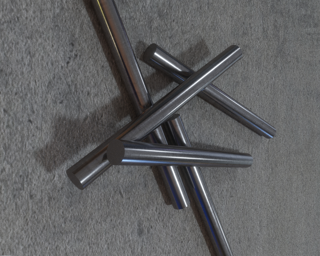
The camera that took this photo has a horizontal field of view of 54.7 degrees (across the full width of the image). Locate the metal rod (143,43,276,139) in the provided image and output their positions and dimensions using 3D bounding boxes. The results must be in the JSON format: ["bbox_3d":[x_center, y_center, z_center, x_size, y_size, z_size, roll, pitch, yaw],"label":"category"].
[{"bbox_3d":[0.095,-0.044,0.484,0.301,0.025,0.025,26,74,-37],"label":"metal rod"}]

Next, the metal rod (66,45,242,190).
[{"bbox_3d":[0.015,-0.031,0.382,0.302,0.025,0.025,-40,115,-33],"label":"metal rod"}]

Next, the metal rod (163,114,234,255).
[{"bbox_3d":[0.069,0.118,0.462,0.025,0.025,0.299,-35,112,-34],"label":"metal rod"}]

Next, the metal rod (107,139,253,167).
[{"bbox_3d":[0.052,0.039,0.412,0.302,0.025,0.025,10,84,-50],"label":"metal rod"}]

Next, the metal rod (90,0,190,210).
[{"bbox_3d":[-0.021,-0.028,0.386,0.025,0.025,0.299,-33,111,-35],"label":"metal rod"}]
